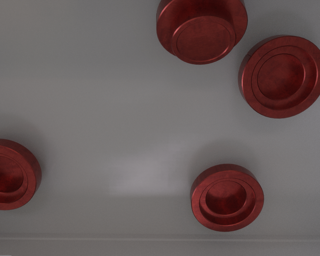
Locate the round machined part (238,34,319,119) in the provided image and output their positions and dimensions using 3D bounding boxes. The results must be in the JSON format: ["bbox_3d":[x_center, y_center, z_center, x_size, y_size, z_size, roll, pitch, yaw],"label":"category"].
[{"bbox_3d":[0.144,-0.064,0.380,0.099,0.042,0.097,0,110,0],"label":"round machined part"}]

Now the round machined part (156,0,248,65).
[{"bbox_3d":[0.045,-0.107,0.336,0.099,0.042,0.098,-1,149,0],"label":"round machined part"}]

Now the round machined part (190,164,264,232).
[{"bbox_3d":[0.091,0.094,0.437,0.099,0.042,0.097,0,110,0],"label":"round machined part"}]

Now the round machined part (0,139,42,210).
[{"bbox_3d":[-0.211,0.059,0.422,0.099,0.042,0.097,0,110,0],"label":"round machined part"}]
